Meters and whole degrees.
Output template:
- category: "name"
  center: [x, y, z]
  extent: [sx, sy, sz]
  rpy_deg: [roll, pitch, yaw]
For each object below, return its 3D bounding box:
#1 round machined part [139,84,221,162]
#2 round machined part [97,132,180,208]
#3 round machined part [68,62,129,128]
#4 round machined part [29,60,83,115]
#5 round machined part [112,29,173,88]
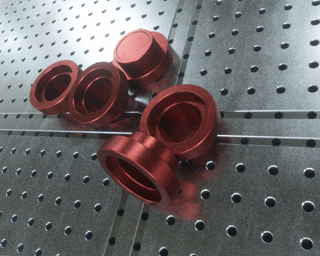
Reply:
- category: "round machined part"
  center: [0.028, -0.003, 0.383]
  extent: [0.098, 0.042, 0.098]
  rpy_deg: [-13, 56, 20]
- category: "round machined part"
  center: [-0.019, 0.042, 0.347]
  extent: [0.098, 0.098, 0.042]
  rpy_deg: [17, 54, 34]
- category: "round machined part"
  center: [-0.086, -0.046, 0.462]
  extent: [0.098, 0.042, 0.098]
  rpy_deg: [-13, 64, 28]
- category: "round machined part"
  center: [-0.166, -0.063, 0.520]
  extent: [0.098, 0.042, 0.098]
  rpy_deg: [-13, 56, 20]
- category: "round machined part"
  center: [-0.033, -0.115, 0.484]
  extent: [0.098, 0.042, 0.098]
  rpy_deg: [-13, 56, 20]
